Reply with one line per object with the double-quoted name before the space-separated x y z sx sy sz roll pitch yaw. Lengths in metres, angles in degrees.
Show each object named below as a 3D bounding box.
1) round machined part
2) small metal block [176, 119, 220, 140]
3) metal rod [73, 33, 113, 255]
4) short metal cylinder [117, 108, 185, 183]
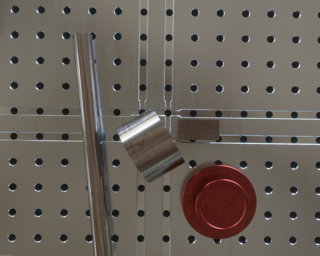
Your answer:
"round machined part" 0.078 0.098 0.406 0.099 0.042 0.097 0 90 -1
"small metal block" 0.047 0.002 0.402 0.050 0.050 0.025 1 90 -1
"metal rod" -0.089 0.025 0.412 0.025 0.025 0.298 -5 90 -1
"short metal cylinder" -0.011 0.021 0.386 0.050 0.080 0.080 -31 90 0
